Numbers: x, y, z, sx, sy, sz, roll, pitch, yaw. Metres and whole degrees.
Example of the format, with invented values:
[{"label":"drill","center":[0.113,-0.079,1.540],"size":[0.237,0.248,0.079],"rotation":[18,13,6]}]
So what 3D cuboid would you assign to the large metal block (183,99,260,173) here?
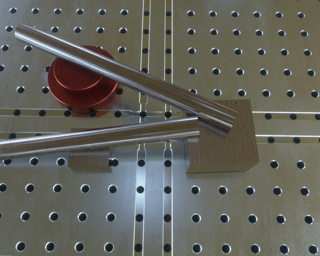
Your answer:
[{"label":"large metal block","center":[0.073,0.011,0.392],"size":[0.081,0.050,0.080],"rotation":[-2,70,-1]}]

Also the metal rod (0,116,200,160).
[{"label":"metal rod","center":[-0.104,0.016,0.375],"size":[0.301,0.025,0.025],"rotation":[-7,70,8]}]

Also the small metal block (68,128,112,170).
[{"label":"small metal block","center":[-0.089,0.028,0.401],"size":[0.050,0.025,0.050],"rotation":[0,70,-1]}]

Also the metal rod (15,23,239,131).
[{"label":"metal rod","center":[-0.049,-0.068,0.385],"size":[0.301,0.025,0.025],"rotation":[24,72,11]}]

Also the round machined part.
[{"label":"round machined part","center":[-0.106,-0.074,0.428],"size":[0.099,0.042,0.098],"rotation":[0,70,-1]}]
